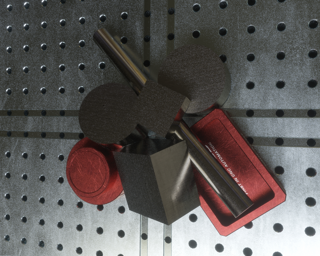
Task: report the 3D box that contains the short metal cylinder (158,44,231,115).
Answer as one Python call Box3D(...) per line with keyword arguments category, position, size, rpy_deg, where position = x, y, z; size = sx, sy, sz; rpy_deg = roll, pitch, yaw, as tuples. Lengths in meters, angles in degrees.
Box3D(category="short metal cylinder", position=(0.044, -0.057, 0.380), size=(0.080, 0.050, 0.079), rpy_deg=(0, 90, 20))

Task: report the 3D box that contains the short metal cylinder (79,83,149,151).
Box3D(category="short metal cylinder", position=(-0.057, -0.012, 0.404), size=(0.080, 0.050, 0.080), rpy_deg=(-3, 73, 10))

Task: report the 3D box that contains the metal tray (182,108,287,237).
Box3D(category="metal tray", position=(0.077, 0.052, 0.379), size=(0.090, 0.030, 0.130), rpy_deg=(-38, 78, 16))

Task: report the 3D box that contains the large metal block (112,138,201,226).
Box3D(category="large metal block", position=(-0.005, 0.059, 0.369), size=(0.080, 0.050, 0.080), rpy_deg=(-1, 107, 53))

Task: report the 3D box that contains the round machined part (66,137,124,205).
Box3D(category="round machined part", position=(-0.090, 0.059, 0.430), size=(0.098, 0.042, 0.097), rpy_deg=(0, 90, 19))

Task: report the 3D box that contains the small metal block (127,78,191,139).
Box3D(category="small metal block", position=(-0.001, -0.021, 0.353), size=(0.050, 0.025, 0.050), rpy_deg=(28, 91, 18))

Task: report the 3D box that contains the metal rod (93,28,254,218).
Box3D(category="metal rod", position=(0.003, -0.022, 0.381), size=(0.025, 0.025, 0.300), rpy_deg=(-45, 67, 14))
